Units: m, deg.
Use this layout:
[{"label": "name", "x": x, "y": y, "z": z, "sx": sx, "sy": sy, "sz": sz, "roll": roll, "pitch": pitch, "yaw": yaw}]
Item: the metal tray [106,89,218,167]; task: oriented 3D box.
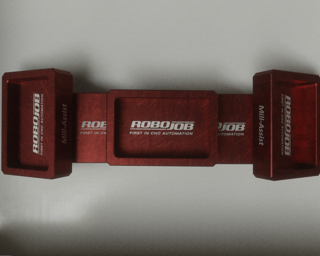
[{"label": "metal tray", "x": 0.003, "y": 0.000, "z": 0.377, "sx": 0.131, "sy": 0.030, "sz": 0.089, "roll": 1, "pitch": 89, "yaw": 0}]

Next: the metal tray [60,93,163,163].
[{"label": "metal tray", "x": -0.062, "y": 0.000, "z": 0.408, "sx": 0.131, "sy": 0.030, "sz": 0.089, "roll": 0, "pitch": 90, "yaw": 0}]

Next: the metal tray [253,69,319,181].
[{"label": "metal tray", "x": 0.160, "y": -0.003, "z": 0.389, "sx": 0.091, "sy": 0.030, "sz": 0.129, "roll": 0, "pitch": 90, "yaw": -28}]

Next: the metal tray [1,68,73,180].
[{"label": "metal tray", "x": -0.155, "y": -0.005, "z": 0.388, "sx": 0.090, "sy": 0.030, "sz": 0.129, "roll": 1, "pitch": 90, "yaw": 25}]

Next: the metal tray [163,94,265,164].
[{"label": "metal tray", "x": 0.069, "y": 0.001, "z": 0.408, "sx": 0.131, "sy": 0.030, "sz": 0.089, "roll": 0, "pitch": 90, "yaw": 0}]
